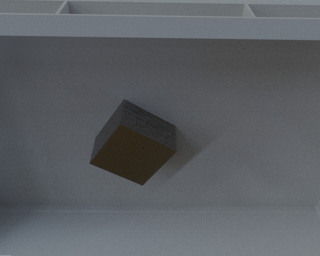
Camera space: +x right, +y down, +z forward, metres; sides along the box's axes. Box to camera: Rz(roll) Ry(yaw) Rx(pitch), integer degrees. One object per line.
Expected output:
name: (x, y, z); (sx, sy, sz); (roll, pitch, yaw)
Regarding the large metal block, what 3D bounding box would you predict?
large metal block: (-0.035, 0.021, 0.410); (0.080, 0.050, 0.080); (27, 125, -21)
